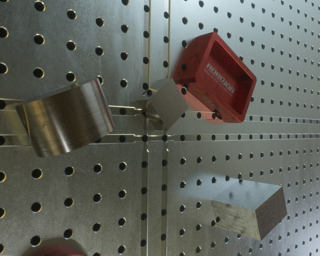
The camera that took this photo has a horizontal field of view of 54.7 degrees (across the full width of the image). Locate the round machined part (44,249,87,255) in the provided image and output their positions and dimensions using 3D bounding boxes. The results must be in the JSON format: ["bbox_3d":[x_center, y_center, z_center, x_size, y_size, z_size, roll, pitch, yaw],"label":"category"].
[{"bbox_3d":[-0.099,0.180,0.317,0.099,0.042,0.097,0,90,-40],"label":"round machined part"}]

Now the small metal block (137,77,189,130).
[{"bbox_3d":[0.005,-0.032,0.415,0.050,0.025,0.050,-47,118,-30],"label":"small metal block"}]

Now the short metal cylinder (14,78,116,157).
[{"bbox_3d":[-0.089,-0.012,0.300,0.081,0.080,0.050,-29,109,-36],"label":"short metal cylinder"}]

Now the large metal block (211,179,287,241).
[{"bbox_3d":[0.143,0.127,0.497,0.081,0.080,0.050,-23,105,-38],"label":"large metal block"}]

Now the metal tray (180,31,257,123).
[{"bbox_3d":[0.097,-0.076,0.489,0.130,0.030,0.090,35,69,-35],"label":"metal tray"}]
